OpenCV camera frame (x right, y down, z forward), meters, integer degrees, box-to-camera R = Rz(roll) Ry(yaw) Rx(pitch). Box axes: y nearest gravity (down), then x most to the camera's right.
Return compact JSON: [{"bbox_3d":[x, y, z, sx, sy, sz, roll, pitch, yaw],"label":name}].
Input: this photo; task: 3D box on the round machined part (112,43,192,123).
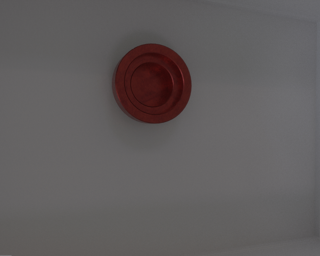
[{"bbox_3d":[-0.013,-0.054,0.396,0.099,0.042,0.097,0,90,-20],"label":"round machined part"}]
